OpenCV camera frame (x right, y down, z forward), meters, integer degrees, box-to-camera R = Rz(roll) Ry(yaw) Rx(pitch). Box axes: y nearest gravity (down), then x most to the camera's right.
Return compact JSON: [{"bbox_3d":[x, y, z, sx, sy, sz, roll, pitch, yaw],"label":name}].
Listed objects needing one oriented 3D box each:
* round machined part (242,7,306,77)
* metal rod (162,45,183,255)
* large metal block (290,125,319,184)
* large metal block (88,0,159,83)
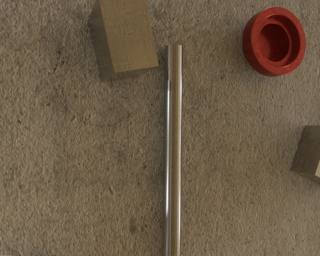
[{"bbox_3d":[0.164,-0.125,0.462,0.099,0.042,0.097,0,90,-21],"label":"round machined part"},{"bbox_3d":[0.017,0.040,0.416,0.025,0.025,0.298,1,90,-20],"label":"metal rod"},{"bbox_3d":[0.269,0.048,0.498,0.080,0.050,0.080,24,82,-19],"label":"large metal block"},{"bbox_3d":[-0.046,-0.102,0.363,0.050,0.080,0.079,-13,95,-20],"label":"large metal block"}]
